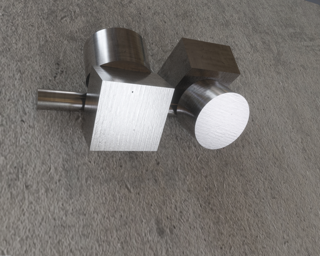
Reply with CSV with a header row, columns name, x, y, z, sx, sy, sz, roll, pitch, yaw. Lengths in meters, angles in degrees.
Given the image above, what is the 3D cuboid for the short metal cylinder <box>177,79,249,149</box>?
name,x,y,z,sx,sy,sz,roll,pitch,yaw
short metal cylinder,0.069,-0.019,0.411,0.081,0.079,0.050,2,26,-27

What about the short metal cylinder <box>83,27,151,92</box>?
name,x,y,z,sx,sy,sz,roll,pitch,yaw
short metal cylinder,-0.053,-0.078,0.388,0.081,0.080,0.050,3,60,-27

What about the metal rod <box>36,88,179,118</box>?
name,x,y,z,sx,sy,sz,roll,pitch,yaw
metal rod,-0.006,-0.028,0.421,0.303,0.025,0.025,2,61,-27

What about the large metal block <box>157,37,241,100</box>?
name,x,y,z,sx,sy,sz,roll,pitch,yaw
large metal block,0.053,-0.078,0.445,0.081,0.080,0.050,1,61,-28

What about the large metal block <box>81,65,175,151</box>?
name,x,y,z,sx,sy,sz,roll,pitch,yaw
large metal block,-0.039,-0.021,0.354,0.081,0.079,0.050,3,26,-27
